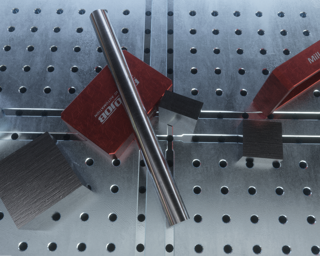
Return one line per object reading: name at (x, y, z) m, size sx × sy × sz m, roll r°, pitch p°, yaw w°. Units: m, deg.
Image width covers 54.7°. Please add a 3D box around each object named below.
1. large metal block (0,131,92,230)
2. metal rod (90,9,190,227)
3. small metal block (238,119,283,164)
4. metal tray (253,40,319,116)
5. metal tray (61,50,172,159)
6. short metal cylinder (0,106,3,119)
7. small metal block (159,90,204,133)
large metal block at (-0.143, 0.065, 0.374) m, size 0.080 × 0.050 × 0.080 m, roll -35°, pitch 74°, yaw -12°
metal rod at (-0.033, -0.027, 0.388) m, size 0.025 × 0.025 × 0.299 m, roll -20°, pitch 71°, yaw -7°
small metal block at (0.131, 0.018, 0.406) m, size 0.050 × 0.025 × 0.050 m, roll 5°, pitch 70°, yaw 1°
metal tray at (0.192, -0.074, 0.405) m, size 0.131 × 0.090 × 0.030 m, roll -32°, pitch 73°, yaw -11°
metal tray at (-0.056, -0.034, 0.421) m, size 0.090 × 0.030 × 0.130 m, roll 35°, pitch 74°, yaw 12°
short metal cylinder at (-0.248, -0.034, 0.393) m, size 0.050 × 0.080 × 0.080 m, roll -31°, pitch 73°, yaw -10°
small metal block at (0.026, -0.020, 0.406) m, size 0.050 × 0.050 × 0.025 m, roll 20°, pitch 72°, yaw 7°
